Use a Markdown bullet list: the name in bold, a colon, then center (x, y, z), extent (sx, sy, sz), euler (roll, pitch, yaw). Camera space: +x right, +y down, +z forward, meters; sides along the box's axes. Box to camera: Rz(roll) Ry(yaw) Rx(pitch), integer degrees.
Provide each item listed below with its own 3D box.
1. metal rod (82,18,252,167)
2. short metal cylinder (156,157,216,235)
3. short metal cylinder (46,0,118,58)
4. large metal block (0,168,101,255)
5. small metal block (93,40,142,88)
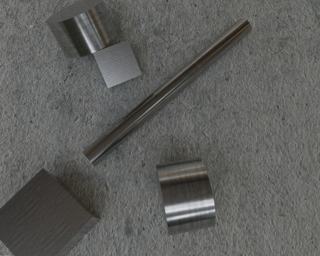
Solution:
- **metal rod**: center (0.019, -0.057, 0.429), extent (0.301, 0.025, 0.025), euler (-42, 76, -14)
- **short metal cylinder**: center (0.027, 0.076, 0.351), extent (0.050, 0.080, 0.080), euler (-10, 71, -4)
- **short metal cylinder**: center (-0.105, -0.138, 0.424), extent (0.080, 0.050, 0.080), euler (-14, 36, 11)
- **large metal block**: center (-0.129, 0.107, 0.354), extent (0.080, 0.050, 0.080), euler (40, 75, 13)
- **small metal block**: center (-0.059, -0.088, 0.427), extent (0.050, 0.025, 0.050), euler (-24, 105, -9)
